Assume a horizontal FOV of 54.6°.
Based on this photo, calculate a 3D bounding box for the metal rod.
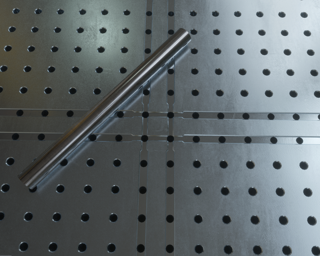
[{"bbox_3d":[-0.065,-0.035,0.424,0.025,0.025,0.301,41,75,13],"label":"metal rod"}]
